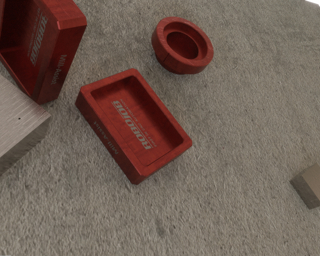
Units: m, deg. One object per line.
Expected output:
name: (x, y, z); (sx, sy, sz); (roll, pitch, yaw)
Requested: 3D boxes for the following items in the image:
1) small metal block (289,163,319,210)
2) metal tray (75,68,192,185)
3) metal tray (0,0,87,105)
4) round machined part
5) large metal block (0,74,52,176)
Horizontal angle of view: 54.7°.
small metal block: (0.236, 0.089, 0.476); (0.050, 0.025, 0.050); (-22, 74, -36)
metal tray: (-0.032, -0.006, 0.387); (0.091, 0.030, 0.130); (-30, 78, -38)
metal tray: (-0.131, -0.094, 0.322); (0.030, 0.129, 0.090); (-30, 79, -42)
round machined part: (0.031, -0.123, 0.484); (0.099, 0.042, 0.098); (14, 56, -21)
large metal block: (-0.168, -0.002, 0.298); (0.080, 0.050, 0.080); (39, 51, -2)
